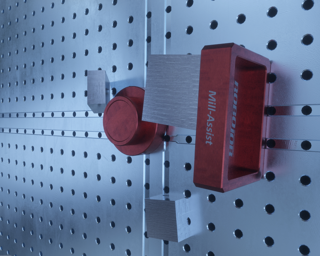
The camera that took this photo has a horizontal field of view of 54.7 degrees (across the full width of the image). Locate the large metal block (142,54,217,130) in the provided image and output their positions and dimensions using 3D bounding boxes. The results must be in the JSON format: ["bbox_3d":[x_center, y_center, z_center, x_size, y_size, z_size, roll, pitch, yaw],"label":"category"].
[{"bbox_3d":[0.029,-0.043,0.368,0.080,0.050,0.079,11,97,39],"label":"large metal block"}]

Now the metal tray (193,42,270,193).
[{"bbox_3d":[0.073,-0.009,0.305,0.030,0.091,0.129,5,94,40],"label":"metal tray"}]

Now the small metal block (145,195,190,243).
[{"bbox_3d":[0.009,0.116,0.400,0.050,0.025,0.050,-7,86,39],"label":"small metal block"}]

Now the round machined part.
[{"bbox_3d":[-0.042,-0.010,0.431,0.098,0.042,0.097,0,90,39],"label":"round machined part"}]

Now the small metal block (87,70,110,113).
[{"bbox_3d":[-0.090,-0.052,0.458,0.025,0.050,0.050,-3,78,-2],"label":"small metal block"}]
